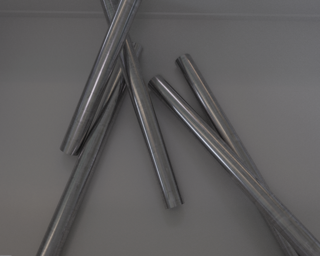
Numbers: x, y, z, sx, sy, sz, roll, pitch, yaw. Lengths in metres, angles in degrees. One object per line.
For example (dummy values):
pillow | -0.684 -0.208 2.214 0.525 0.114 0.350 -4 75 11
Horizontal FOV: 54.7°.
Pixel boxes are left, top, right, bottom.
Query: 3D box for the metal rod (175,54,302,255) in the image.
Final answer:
metal rod | 0.097 0.028 0.399 0.025 0.025 0.299 -24 72 -9

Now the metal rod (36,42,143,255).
metal rod | -0.083 0.016 0.403 0.025 0.025 0.299 17 71 6

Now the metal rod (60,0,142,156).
metal rod | -0.057 -0.105 0.379 0.025 0.025 0.298 25 98 9

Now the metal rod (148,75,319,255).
metal rod | 0.083 0.040 0.376 0.025 0.025 0.300 -36 67 -12

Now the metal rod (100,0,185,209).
metal rod | -0.027 -0.044 0.405 0.025 0.025 0.299 -17 78 -6
